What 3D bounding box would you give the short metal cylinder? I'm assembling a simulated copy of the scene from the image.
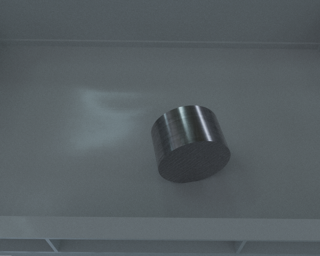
[{"bbox_3d":[0.033,0.020,0.353,0.081,0.080,0.050,-8,51,-7],"label":"short metal cylinder"}]
